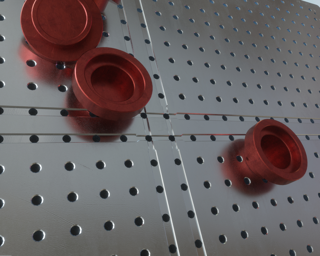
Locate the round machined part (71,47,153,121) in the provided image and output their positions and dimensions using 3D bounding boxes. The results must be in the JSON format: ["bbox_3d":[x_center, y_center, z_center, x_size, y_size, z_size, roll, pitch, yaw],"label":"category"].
[{"bbox_3d":[-0.063,-0.051,0.395,0.099,0.042,0.098,13,56,-21],"label":"round machined part"}]

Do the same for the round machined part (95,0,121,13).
[{"bbox_3d":[-0.104,-0.200,0.442,0.098,0.042,0.098,28,12,-6],"label":"round machined part"}]

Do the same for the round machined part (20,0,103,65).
[{"bbox_3d":[-0.121,-0.131,0.385,0.099,0.042,0.097,0,89,-16],"label":"round machined part"}]

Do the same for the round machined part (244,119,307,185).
[{"bbox_3d":[0.166,0.039,0.462,0.099,0.042,0.098,13,56,-21],"label":"round machined part"}]
